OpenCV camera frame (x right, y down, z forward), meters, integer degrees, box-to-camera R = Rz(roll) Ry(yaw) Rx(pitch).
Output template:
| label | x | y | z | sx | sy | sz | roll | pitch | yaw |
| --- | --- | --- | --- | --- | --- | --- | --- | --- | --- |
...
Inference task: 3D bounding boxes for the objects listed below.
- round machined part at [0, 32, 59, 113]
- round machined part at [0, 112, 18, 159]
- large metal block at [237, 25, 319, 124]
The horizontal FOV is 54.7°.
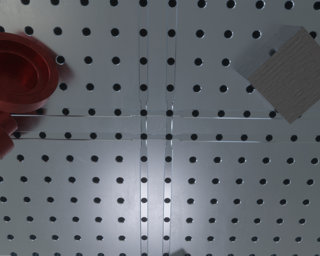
| label | x | y | z | sx | sy | sz | roll | pitch | yaw |
| --- | --- | --- | --- | --- | --- | --- | --- | --- | --- |
| round machined part | -0.173 | -0.059 | 0.358 | 0.098 | 0.098 | 0.042 | 38 | 135 | -13 |
| round machined part | -0.217 | -0.009 | 0.381 | 0.098 | 0.042 | 0.098 | 26 | 148 | 18 |
| large metal block | 0.156 | -0.066 | 0.377 | 0.080 | 0.050 | 0.080 | 42 | 105 | -14 |
